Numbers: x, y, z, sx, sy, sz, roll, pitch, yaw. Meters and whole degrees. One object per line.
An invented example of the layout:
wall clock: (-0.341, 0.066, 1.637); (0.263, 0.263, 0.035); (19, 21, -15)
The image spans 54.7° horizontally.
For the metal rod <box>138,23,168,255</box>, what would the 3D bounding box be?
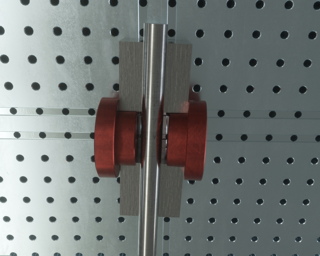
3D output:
metal rod: (-0.011, 0.032, 0.371); (0.025, 0.025, 0.298); (2, 110, -1)

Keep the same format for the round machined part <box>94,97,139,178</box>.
round machined part: (-0.049, 0.011, 0.377); (0.042, 0.098, 0.097); (2, 110, -1)

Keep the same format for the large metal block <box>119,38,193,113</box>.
large metal block: (-0.006, -0.065, 0.376); (0.081, 0.050, 0.079); (2, 110, -1)

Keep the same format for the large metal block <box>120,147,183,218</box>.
large metal block: (-0.012, 0.073, 0.426); (0.081, 0.050, 0.079); (3, 110, -1)

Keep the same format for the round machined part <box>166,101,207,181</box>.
round machined part: (0.031, 0.014, 0.380); (0.042, 0.098, 0.097); (3, 110, 4)
